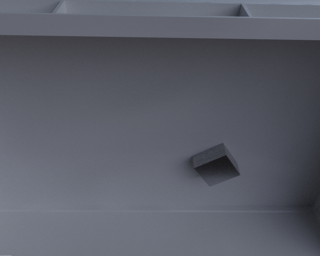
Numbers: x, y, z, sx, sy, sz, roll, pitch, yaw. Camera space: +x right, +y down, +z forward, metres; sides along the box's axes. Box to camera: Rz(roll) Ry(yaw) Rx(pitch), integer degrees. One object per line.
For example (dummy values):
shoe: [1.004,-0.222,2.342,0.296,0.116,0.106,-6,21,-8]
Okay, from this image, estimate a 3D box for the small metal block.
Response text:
small metal block: [0.083,0.055,0.458,0.050,0.025,0.050,-26,126,20]
